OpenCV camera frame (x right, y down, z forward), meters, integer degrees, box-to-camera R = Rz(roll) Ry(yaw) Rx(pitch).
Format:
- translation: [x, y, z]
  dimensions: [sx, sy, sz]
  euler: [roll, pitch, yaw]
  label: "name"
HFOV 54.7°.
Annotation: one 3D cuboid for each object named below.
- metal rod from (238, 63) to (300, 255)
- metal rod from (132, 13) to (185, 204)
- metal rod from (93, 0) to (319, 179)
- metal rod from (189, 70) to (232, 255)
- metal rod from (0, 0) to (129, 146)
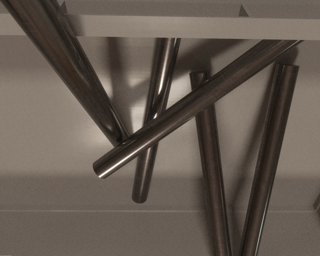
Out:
- translation: [0.133, 0.069, 0.399]
  dimensions: [0.025, 0.025, 0.298]
  euler: [4, 108, -4]
  label: "metal rod"
- translation: [-0.010, 0.000, 0.409]
  dimensions: [0.025, 0.025, 0.298]
  euler: [7, 130, -6]
  label: "metal rod"
- translation: [0.042, -0.030, 0.341]
  dimensions: [0.300, 0.025, 0.025]
  euler: [-35, 122, 17]
  label: "metal rod"
- translation: [0.070, 0.076, 0.400]
  dimensions: [0.025, 0.025, 0.298]
  euler: [-8, 107, 6]
  label: "metal rod"
- translation: [-0.060, -0.024, 0.292]
  dimensions: [0.025, 0.025, 0.299]
  euler: [-4, 161, 3]
  label: "metal rod"
